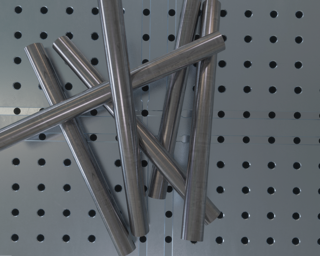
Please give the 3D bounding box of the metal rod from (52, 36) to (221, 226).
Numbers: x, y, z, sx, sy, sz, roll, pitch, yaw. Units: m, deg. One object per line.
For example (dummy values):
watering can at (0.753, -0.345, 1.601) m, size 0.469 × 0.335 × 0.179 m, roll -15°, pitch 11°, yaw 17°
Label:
metal rod at (-0.034, -0.002, 0.394) m, size 0.025 × 0.025 × 0.300 m, roll -41°, pitch 83°, yaw 0°

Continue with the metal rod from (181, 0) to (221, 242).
metal rod at (0.052, -0.020, 0.379) m, size 0.025 × 0.025 × 0.299 m, roll 7°, pitch 76°, yaw 0°

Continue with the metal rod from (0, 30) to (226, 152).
metal rod at (-0.064, -0.043, 0.374) m, size 0.301 × 0.025 × 0.025 m, roll -24°, pitch 90°, yaw 1°

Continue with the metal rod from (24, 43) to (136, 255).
metal rod at (-0.106, 0.029, 0.412) m, size 0.025 × 0.025 × 0.299 m, roll -25°, pitch 90°, yaw 0°

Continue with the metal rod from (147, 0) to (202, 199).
metal rod at (0.022, -0.055, 0.413) m, size 0.025 × 0.025 × 0.299 m, roll 10°, pitch 90°, yaw 0°

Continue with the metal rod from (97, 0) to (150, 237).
metal rod at (-0.040, -0.002, 0.364) m, size 0.025 × 0.025 × 0.298 m, roll -5°, pitch 110°, yaw 0°
